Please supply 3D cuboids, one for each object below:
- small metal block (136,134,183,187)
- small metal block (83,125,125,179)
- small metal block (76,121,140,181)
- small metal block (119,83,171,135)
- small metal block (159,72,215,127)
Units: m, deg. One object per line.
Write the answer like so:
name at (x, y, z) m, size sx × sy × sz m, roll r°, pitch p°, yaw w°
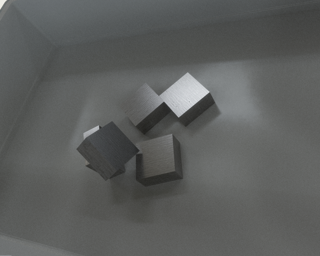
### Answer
small metal block at (-0.002, 0.040, 0.382) m, size 0.050 × 0.025 × 0.050 m, roll -16°, pitch 55°, yaw 19°
small metal block at (-0.073, 0.032, 0.408) m, size 0.025 × 0.050 × 0.050 m, roll -26°, pitch 53°, yaw 17°
small metal block at (-0.060, 0.026, 0.368) m, size 0.050 × 0.050 × 0.025 m, roll 47°, pitch 126°, yaw 2°
small metal block at (-0.021, -0.027, 0.434) m, size 0.050 × 0.025 × 0.050 m, roll -41°, pitch 51°, yaw 0°
small metal block at (0.036, -0.038, 0.411) m, size 0.050 × 0.025 × 0.050 m, roll -40°, pitch 51°, yaw 1°
